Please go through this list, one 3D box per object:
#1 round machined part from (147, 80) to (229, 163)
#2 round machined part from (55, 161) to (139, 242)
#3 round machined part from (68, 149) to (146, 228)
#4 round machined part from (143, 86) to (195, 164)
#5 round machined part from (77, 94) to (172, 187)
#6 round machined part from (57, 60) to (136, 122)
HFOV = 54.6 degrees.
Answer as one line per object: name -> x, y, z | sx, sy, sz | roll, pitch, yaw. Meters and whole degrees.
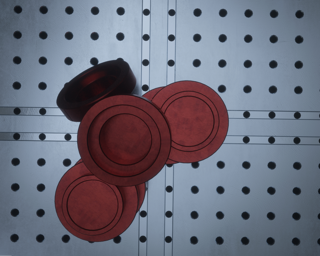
round machined part -> 0.032, -0.007, 0.362 | 0.099, 0.042, 0.097 | 0, 89, 0
round machined part -> -0.074, 0.085, 0.362 | 0.099, 0.042, 0.097 | 0, 90, 0
round machined part -> -0.067, 0.075, 0.384 | 0.099, 0.042, 0.097 | 0, 90, 0
round machined part -> 0.010, -0.003, 0.384 | 0.099, 0.042, 0.097 | 0, 90, 0
round machined part -> -0.036, 0.011, 0.341 | 0.098, 0.042, 0.097 | 0, 98, 3
round machined part -> -0.074, -0.040, 0.385 | 0.098, 0.098, 0.042 | -27, 125, 0
